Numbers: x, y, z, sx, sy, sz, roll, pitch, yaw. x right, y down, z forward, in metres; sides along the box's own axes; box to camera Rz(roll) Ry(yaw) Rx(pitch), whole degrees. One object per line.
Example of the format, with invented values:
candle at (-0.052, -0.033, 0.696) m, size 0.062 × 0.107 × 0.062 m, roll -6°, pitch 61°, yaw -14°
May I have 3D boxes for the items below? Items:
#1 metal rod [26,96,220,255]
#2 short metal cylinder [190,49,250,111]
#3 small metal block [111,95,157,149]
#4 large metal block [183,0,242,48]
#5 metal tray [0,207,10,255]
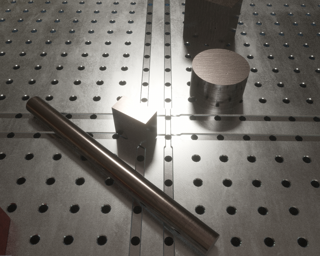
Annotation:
metal rod at (-0.062, 0.042, 0.371) m, size 0.300 × 0.025 × 0.025 m, roll 33°, pitch 57°, yaw 24°
short metal cylinder at (0.085, -0.071, 0.452) m, size 0.081 × 0.050 × 0.080 m, roll 0°, pitch 50°, yaw 0°
small metal block at (-0.032, -0.007, 0.397) m, size 0.050 × 0.050 × 0.025 m, roll 26°, pitch 55°, yaw 20°
large metal block at (0.089, -0.192, 0.534) m, size 0.080 × 0.080 × 0.050 m, roll 25°, pitch 55°, yaw 19°
metal tray at (-0.221, 0.127, 0.294) m, size 0.131 × 0.030 × 0.090 m, roll -7°, pitch 50°, yaw -6°
